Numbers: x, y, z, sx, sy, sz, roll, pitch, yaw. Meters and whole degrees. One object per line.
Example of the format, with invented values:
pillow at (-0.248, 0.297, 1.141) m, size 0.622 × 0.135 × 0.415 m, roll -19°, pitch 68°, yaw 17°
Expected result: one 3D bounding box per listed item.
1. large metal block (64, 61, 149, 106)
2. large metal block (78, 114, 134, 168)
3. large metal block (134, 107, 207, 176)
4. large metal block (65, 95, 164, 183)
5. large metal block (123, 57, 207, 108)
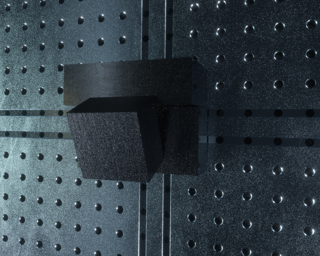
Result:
large metal block at (-0.067, -0.052, 0.405) m, size 0.080 × 0.080 × 0.050 m, roll 1°, pitch 91°, yaw 19°
large metal block at (-0.062, 0.013, 0.418) m, size 0.080 × 0.050 × 0.079 m, roll 1°, pitch 90°, yaw 19°
large metal block at (0.015, 0.014, 0.391) m, size 0.080 × 0.050 × 0.079 m, roll 1°, pitch 90°, yaw 19°
large metal block at (-0.047, 0.011, 0.344) m, size 0.080 × 0.050 × 0.079 m, roll 0°, pitch 114°, yaw 19°
large metal block at (0.009, -0.051, 0.378) m, size 0.080 × 0.080 × 0.050 m, roll 1°, pitch 91°, yaw 19°
